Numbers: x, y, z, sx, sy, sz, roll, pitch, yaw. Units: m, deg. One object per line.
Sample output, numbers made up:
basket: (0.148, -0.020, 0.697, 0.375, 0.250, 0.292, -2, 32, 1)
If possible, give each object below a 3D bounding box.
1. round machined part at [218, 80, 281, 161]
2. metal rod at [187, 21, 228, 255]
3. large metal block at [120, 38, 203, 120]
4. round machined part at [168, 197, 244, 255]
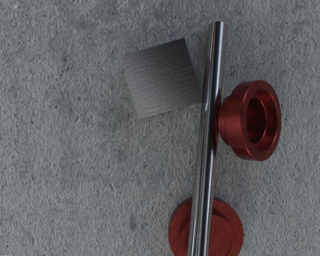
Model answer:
round machined part: (0.109, -0.009, 0.386, 0.099, 0.042, 0.097, -1, 91, -44)
metal rod: (0.060, 0.011, 0.385, 0.025, 0.025, 0.299, 7, 80, 0)
large metal block: (0.002, -0.060, 0.398, 0.080, 0.050, 0.080, -17, 90, 0)
round machined part: (0.060, 0.140, 0.402, 0.099, 0.042, 0.097, 0, 90, 0)
